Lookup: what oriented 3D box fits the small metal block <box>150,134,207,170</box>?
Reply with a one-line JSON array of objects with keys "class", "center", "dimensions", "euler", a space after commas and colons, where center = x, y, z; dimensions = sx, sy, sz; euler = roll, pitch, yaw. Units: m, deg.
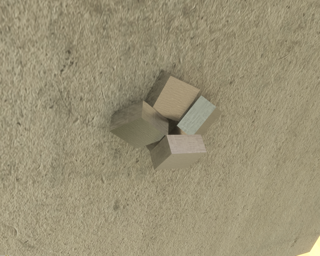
[{"class": "small metal block", "center": [0.022, 0.031, 0.394], "dimensions": [0.050, 0.025, 0.050], "euler": [0, 151, -29]}]

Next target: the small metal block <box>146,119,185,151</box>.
[{"class": "small metal block", "center": [0.015, 0.020, 0.431], "dimensions": [0.050, 0.025, 0.050], "euler": [-48, 129, 5]}]

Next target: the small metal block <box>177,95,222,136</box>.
[{"class": "small metal block", "center": [0.054, -0.013, 0.418], "dimensions": [0.050, 0.025, 0.050], "euler": [-52, 162, 8]}]

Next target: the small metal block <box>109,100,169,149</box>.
[{"class": "small metal block", "center": [-0.025, -0.003, 0.380], "dimensions": [0.050, 0.025, 0.050], "euler": [-21, 139, 31]}]

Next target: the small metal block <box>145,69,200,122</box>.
[{"class": "small metal block", "center": [0.014, -0.040, 0.393], "dimensions": [0.050, 0.025, 0.050], "euler": [19, 108, -36]}]
